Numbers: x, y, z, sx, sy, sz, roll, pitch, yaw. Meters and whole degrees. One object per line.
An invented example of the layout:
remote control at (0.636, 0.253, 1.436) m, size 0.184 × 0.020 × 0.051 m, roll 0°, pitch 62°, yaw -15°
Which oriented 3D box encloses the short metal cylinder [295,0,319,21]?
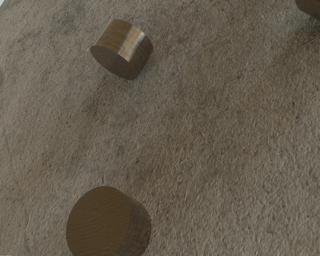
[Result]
short metal cylinder at (0.208, -0.164, 0.360) m, size 0.080 × 0.080 × 0.050 m, roll -37°, pitch 51°, yaw 4°

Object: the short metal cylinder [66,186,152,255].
short metal cylinder at (-0.057, 0.112, 0.349) m, size 0.080 × 0.050 × 0.080 m, roll -13°, pitch 56°, yaw 21°

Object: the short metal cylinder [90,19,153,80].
short metal cylinder at (-0.058, -0.118, 0.471) m, size 0.080 × 0.080 × 0.050 m, roll 18°, pitch 71°, yaw 35°
